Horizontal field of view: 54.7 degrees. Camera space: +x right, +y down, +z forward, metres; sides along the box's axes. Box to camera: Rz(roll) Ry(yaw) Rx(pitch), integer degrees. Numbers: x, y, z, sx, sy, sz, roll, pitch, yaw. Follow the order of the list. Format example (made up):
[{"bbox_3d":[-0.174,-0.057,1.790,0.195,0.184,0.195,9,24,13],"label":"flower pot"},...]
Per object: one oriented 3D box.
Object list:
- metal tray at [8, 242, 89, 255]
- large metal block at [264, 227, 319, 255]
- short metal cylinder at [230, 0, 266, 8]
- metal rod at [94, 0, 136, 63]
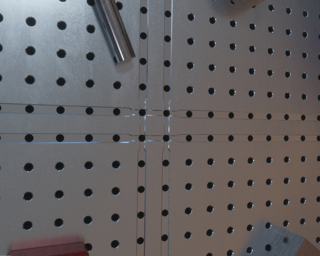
[{"bbox_3d":[-0.131,0.209,0.362,0.091,0.030,0.129,0,90,-21],"label":"metal tray"},{"bbox_3d":[0.210,0.217,0.480,0.080,0.050,0.080,41,77,-16],"label":"large metal block"},{"bbox_3d":[0.138,-0.224,0.451,0.081,0.050,0.079,0,90,-21],"label":"short metal cylinder"},{"bbox_3d":[-0.094,-0.226,0.377,0.025,0.025,0.298,-23,98,-19],"label":"metal rod"}]
